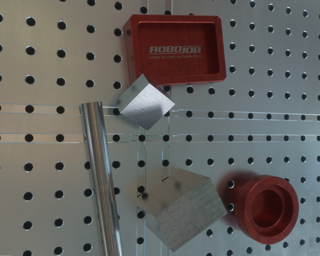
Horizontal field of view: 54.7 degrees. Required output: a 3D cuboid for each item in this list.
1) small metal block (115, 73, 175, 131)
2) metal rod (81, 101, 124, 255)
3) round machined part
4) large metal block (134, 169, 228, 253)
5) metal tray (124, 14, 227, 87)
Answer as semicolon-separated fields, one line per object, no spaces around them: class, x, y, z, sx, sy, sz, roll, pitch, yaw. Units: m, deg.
small metal block;-0.018;-0.031;0.387;0.050;0.025;0.050;-44;132;13
metal rod;-0.065;0.117;0.389;0.025;0.025;0.298;-9;93;-20
round machined part;0.154;0.118;0.463;0.099;0.042;0.097;0;90;-21
large metal block;0.023;0.099;0.393;0.080;0.080;0.050;-30;100;-18
metal tray;0.023;-0.103;0.419;0.131;0.030;0.089;-7;93;-20
